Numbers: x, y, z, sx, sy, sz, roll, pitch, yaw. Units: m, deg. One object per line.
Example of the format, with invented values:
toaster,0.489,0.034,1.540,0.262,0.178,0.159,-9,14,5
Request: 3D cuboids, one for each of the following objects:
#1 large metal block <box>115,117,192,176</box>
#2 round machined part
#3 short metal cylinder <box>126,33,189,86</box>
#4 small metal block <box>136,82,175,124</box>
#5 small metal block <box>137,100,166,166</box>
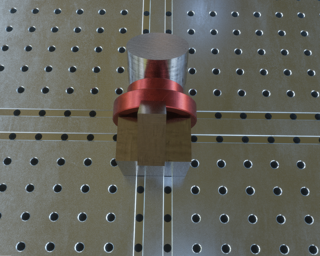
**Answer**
large metal block,-0.007,0.025,0.372,0.081,0.080,0.050,1,70,0
round machined part,-0.006,-0.026,0.371,0.099,0.098,0.042,1,70,0
short metal cylinder,-0.003,-0.087,0.412,0.081,0.050,0.080,1,40,-1
small metal block,-0.006,-0.034,0.423,0.050,0.025,0.050,1,70,0
small metal block,-0.008,0.003,0.301,0.025,0.050,0.050,1,108,0
